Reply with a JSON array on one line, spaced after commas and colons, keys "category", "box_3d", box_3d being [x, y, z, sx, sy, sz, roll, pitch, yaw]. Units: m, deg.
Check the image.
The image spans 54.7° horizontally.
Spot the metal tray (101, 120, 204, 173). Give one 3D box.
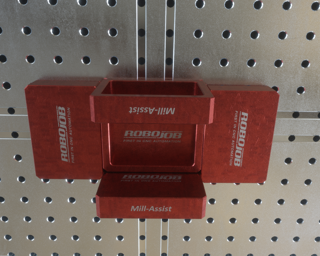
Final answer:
[{"category": "metal tray", "box_3d": [-0.010, 0.013, 0.413, 0.131, 0.030, 0.089, 1, 110, -1]}]

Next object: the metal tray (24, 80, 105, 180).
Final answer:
[{"category": "metal tray", "box_3d": [-0.121, 0.004, 0.410, 0.091, 0.030, 0.129, 1, 110, -1]}]

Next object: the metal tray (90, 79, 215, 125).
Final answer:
[{"category": "metal tray", "box_3d": [-0.008, -0.034, 0.366, 0.131, 0.090, 0.030, 1, 110, -1]}]

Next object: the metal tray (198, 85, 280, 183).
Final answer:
[{"category": "metal tray", "box_3d": [0.101, 0.010, 0.414, 0.091, 0.030, 0.129, 1, 110, -2]}]

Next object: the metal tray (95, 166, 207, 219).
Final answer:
[{"category": "metal tray", "box_3d": [-0.011, 0.079, 0.406, 0.131, 0.090, 0.030, 1, 110, -1]}]
